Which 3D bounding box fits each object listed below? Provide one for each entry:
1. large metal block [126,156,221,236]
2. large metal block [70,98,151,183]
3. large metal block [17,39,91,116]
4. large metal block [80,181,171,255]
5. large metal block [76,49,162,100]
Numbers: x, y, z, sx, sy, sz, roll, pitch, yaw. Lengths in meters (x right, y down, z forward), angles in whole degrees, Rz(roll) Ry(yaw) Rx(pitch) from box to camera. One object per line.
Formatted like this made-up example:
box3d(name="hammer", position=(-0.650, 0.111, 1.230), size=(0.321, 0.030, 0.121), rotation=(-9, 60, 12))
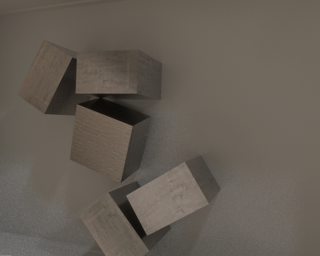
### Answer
box3d(name="large metal block", position=(0.020, 0.078, 0.374), size=(0.080, 0.080, 0.050), rotation=(-32, 80, 17))
box3d(name="large metal block", position=(-0.066, 0.013, 0.409), size=(0.080, 0.050, 0.079), rotation=(21, 113, 18))
box3d(name="large metal block", position=(-0.132, -0.065, 0.426), size=(0.050, 0.080, 0.080), rotation=(33, 101, 17))
box3d(name="large metal block", position=(-0.040, 0.121, 0.395), size=(0.050, 0.080, 0.080), rotation=(-41, 77, 15))
box3d(name="large metal block", position=(-0.049, -0.065, 0.398), size=(0.080, 0.080, 0.050), rotation=(2, 91, 19))
